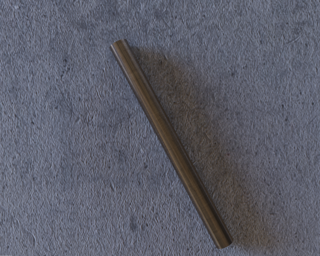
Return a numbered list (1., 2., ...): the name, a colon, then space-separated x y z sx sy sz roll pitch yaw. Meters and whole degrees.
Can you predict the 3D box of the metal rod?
1. metal rod: 0.015 0.021 0.410 0.025 0.025 0.299 -28 90 0
